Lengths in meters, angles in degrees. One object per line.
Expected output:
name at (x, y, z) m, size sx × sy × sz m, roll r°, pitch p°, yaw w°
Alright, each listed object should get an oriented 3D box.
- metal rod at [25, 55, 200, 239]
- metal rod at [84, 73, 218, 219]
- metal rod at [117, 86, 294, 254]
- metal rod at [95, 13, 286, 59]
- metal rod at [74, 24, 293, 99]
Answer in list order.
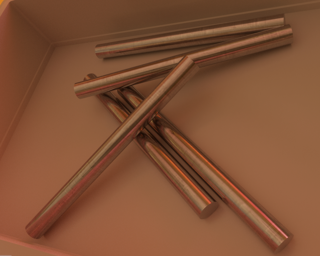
metal rod at (-0.063, 0.028, 0.393) m, size 0.300 × 0.025 × 0.025 m, roll -46°, pitch 51°, yaw 5°
metal rod at (-0.032, 0.004, 0.418) m, size 0.025 × 0.025 × 0.300 m, roll -43°, pitch 51°, yaw -2°
metal rod at (0.029, 0.023, 0.374) m, size 0.025 × 0.025 × 0.300 m, roll -43°, pitch 51°, yaw -2°
metal rod at (0.029, -0.135, 0.471) m, size 0.300 × 0.025 × 0.025 m, roll -1°, pitch 62°, yaw 27°
metal rod at (0.022, -0.087, 0.425) m, size 0.301 × 0.025 × 0.025 m, roll -13°, pitch 56°, yaw 13°
